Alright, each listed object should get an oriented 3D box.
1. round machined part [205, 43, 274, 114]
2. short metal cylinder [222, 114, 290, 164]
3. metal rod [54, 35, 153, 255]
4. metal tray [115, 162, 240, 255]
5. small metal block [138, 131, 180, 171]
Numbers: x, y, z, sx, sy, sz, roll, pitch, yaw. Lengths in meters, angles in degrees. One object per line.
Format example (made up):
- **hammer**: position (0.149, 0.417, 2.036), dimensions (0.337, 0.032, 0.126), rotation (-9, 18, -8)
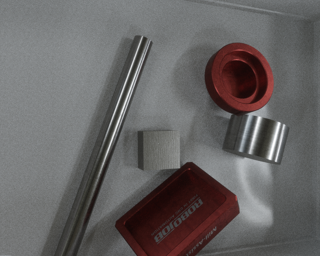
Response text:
- **round machined part**: position (0.107, -0.066, 0.437), dimensions (0.099, 0.042, 0.097), rotation (4, 79, -20)
- **short metal cylinder**: position (0.133, 0.016, 0.432), dimensions (0.081, 0.080, 0.050), rotation (18, 84, -20)
- **metal rod**: position (-0.069, 0.026, 0.385), dimensions (0.025, 0.025, 0.299), rotation (21, 83, -19)
- **metal tray**: position (0.021, 0.110, 0.383), dimensions (0.131, 0.090, 0.030), rotation (-37, 134, -17)
- **small metal block**: position (-0.002, 0.029, 0.411), dimensions (0.050, 0.025, 0.050), rotation (-1, 91, -21)
